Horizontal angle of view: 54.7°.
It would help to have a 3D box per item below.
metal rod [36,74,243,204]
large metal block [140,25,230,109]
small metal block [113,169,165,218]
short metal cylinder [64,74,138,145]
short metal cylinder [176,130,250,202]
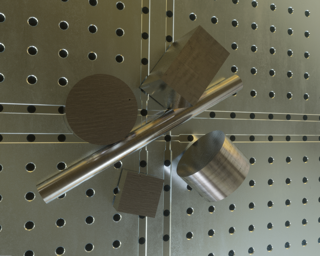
[{"bbox_3d":[-0.013,0.005,0.405,0.302,0.025,0.025,-30,100,-18],"label":"metal rod"},{"bbox_3d":[0.028,-0.071,0.390,0.050,0.080,0.080,38,78,-16],"label":"large metal block"},{"bbox_3d":[-0.028,0.084,0.399,0.050,0.025,0.050,16,85,-20],"label":"small metal block"},{"bbox_3d":[-0.072,-0.021,0.369,0.081,0.050,0.079,0,90,-20],"label":"short metal cylinder"},{"bbox_3d":[0.068,0.049,0.405,0.050,0.080,0.080,45,76,-15],"label":"short metal cylinder"}]
